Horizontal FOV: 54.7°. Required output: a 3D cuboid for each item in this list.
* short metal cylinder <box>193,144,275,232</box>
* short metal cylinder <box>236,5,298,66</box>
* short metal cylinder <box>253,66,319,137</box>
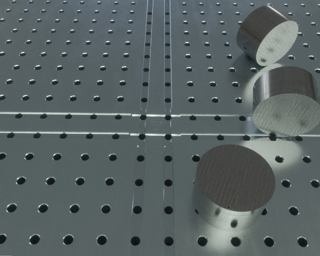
[{"bbox_3d":[0.078,0.065,0.338,0.081,0.050,0.080,0,50,0],"label":"short metal cylinder"},{"bbox_3d":[0.172,-0.147,0.498,0.081,0.080,0.050,-22,54,-18],"label":"short metal cylinder"},{"bbox_3d":[0.162,-0.033,0.402,0.080,0.080,0.050,9,51,7],"label":"short metal cylinder"}]
